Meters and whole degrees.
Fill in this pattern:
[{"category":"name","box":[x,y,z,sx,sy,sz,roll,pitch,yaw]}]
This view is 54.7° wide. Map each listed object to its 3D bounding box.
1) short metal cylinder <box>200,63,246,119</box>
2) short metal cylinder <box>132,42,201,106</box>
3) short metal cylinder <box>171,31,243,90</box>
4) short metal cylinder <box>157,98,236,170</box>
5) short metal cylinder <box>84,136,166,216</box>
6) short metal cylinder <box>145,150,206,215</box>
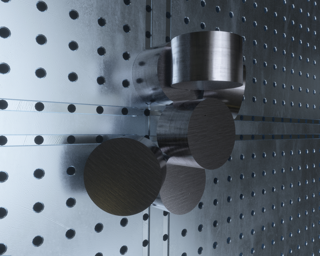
[{"category":"short metal cylinder","box":[0.084,-0.055,0.434,0.050,0.080,0.080,8,83,1]},{"category":"short metal cylinder","box":[0.012,-0.069,0.402,0.081,0.050,0.079,-1,91,-40]},{"category":"short metal cylinder","box":[0.053,-0.073,0.350,0.081,0.080,0.050,0,90,-40]},{"category":"short metal cylinder","box":[0.043,0.006,0.362,0.081,0.050,0.079,0,90,-40]},{"category":"short metal cylinder","box":[-0.035,0.048,0.336,0.050,0.080,0.079,-16,104,-84]},{"category":"short metal cylinder","box":[0.014,0.067,0.403,0.081,0.050,0.079,-1,92,-40]}]
